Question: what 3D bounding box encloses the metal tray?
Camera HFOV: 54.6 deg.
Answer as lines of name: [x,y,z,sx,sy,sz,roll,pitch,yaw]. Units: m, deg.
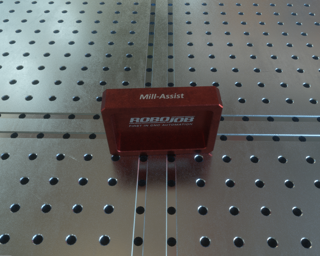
metal tray: [0.002,-0.006,0.370,0.131,0.090,0.030,-2,50,-2]
